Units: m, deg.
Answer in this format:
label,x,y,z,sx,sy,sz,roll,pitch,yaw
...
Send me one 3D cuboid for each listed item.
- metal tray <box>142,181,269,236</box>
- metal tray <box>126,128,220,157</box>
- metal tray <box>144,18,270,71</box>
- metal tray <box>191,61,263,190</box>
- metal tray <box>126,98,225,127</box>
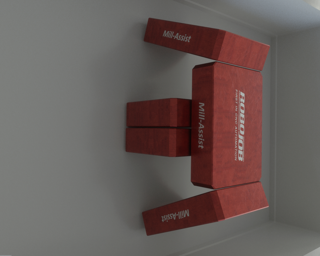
label,x,y,z,sx,sy,sz,roll,pitch,yaw
metal tray,0.051,0.099,0.378,0.091,0.130,0.030,1,68,-41
metal tray,0.034,0.016,0.392,0.131,0.090,0.030,1,90,-40
metal tray,0.053,-0.104,0.379,0.091,0.130,0.030,1,110,-40
metal tray,0.077,-0.002,0.348,0.091,0.030,0.129,1,89,-41
metal tray,0.035,-0.016,0.392,0.131,0.090,0.030,1,90,-40
